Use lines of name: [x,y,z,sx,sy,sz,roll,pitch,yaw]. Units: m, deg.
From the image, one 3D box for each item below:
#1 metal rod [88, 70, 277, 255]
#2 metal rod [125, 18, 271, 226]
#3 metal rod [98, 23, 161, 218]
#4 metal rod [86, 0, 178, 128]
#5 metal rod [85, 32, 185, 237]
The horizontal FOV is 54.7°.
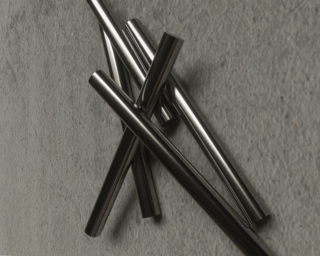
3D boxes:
metal rod: [0.023,0.045,0.340,0.300,0.025,0.025,47,119,14]
metal rod: [0.033,-0.025,0.376,0.025,0.025,0.299,-45,63,30]
metal rod: [-0.047,-0.025,0.441,0.025,0.025,0.299,-23,76,37]
metal rod: [-0.061,-0.131,0.432,0.025,0.025,0.299,-41,72,32]
metal rod: [-0.041,0.024,0.401,0.025,0.025,0.298,38,115,33]
